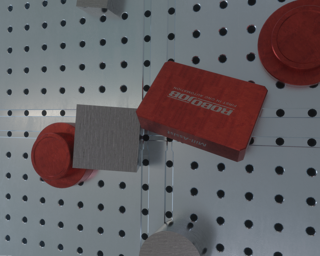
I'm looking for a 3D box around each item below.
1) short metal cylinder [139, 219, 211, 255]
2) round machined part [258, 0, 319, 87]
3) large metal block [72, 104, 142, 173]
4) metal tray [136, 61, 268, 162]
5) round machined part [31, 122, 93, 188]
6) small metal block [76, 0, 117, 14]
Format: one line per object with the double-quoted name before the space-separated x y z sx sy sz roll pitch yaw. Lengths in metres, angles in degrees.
"short metal cylinder" 0.020 0.162 0.392 0.080 0.050 0.080 0 90 20
"round machined part" 0.161 -0.096 0.347 0.098 0.042 0.097 0 90 19
"large metal block" -0.066 0.012 0.410 0.080 0.050 0.079 4 92 1
"metal tray" 0.049 -0.024 0.368 0.130 0.030 0.090 19 64 18
"round machined part" -0.148 0.040 0.456 0.098 0.042 0.097 0 90 20
"small metal block" -0.088 -0.194 0.444 0.050 0.025 0.050 11 94 19
